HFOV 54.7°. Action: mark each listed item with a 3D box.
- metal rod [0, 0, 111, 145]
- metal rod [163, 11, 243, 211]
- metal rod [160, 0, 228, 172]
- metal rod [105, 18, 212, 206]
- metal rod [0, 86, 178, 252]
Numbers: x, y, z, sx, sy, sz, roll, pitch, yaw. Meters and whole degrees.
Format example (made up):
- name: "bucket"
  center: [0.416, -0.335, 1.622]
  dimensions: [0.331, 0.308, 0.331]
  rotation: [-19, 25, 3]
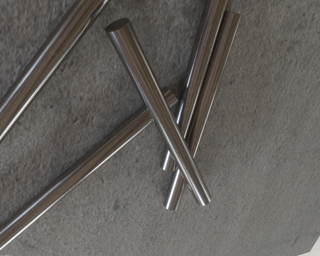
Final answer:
- name: "metal rod"
  center: [-0.096, -0.084, 0.303]
  dimensions: [0.299, 0.025, 0.025]
  rotation: [-50, 129, 7]
- name: "metal rod"
  center: [0.052, -0.008, 0.432]
  dimensions: [0.025, 0.025, 0.298]
  rotation: [0, 119, -29]
- name: "metal rod"
  center: [0.046, -0.075, 0.387]
  dimensions: [0.025, 0.025, 0.298]
  rotation: [0, 119, -29]
- name: "metal rod"
  center: [0.013, 0.006, 0.385]
  dimensions: [0.025, 0.025, 0.299]
  rotation: [-33, 129, -7]
- name: "metal rod"
  center: [-0.100, 0.054, 0.386]
  dimensions: [0.300, 0.025, 0.025]
  rotation: [-40, 130, -1]
